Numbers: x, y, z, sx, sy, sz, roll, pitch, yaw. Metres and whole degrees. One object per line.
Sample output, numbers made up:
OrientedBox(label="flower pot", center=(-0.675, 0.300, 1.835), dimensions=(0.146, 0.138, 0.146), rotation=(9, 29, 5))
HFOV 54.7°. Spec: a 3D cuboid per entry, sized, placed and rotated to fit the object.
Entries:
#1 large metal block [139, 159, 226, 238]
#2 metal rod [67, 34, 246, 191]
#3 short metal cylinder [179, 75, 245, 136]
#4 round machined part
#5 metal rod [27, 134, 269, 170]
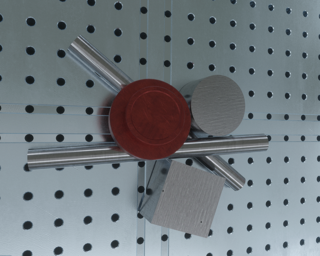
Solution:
OrientedBox(label="large metal block", center=(0.029, 0.089, 0.409), dimensions=(0.080, 0.050, 0.080), rotation=(21, 83, -19))
OrientedBox(label="metal rod", center=(0.006, -0.011, 0.416), dimensions=(0.300, 0.025, 0.025), rotation=(40, 77, -16))
OrientedBox(label="short metal cylinder", center=(0.068, -0.029, 0.425), dimensions=(0.081, 0.050, 0.079), rotation=(0, 90, -21))
OrientedBox(label="round machined part", center=(-0.009, -0.011, 0.365), dimensions=(0.099, 0.042, 0.097), rotation=(2, 81, -14))
OrientedBox(label="metal rod", center=(-0.004, 0.028, 0.392), dimensions=(0.302, 0.025, 0.025), rotation=(-3, 91, -13))
